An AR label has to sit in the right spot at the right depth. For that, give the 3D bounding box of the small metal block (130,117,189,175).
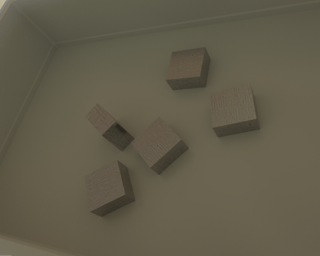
[{"bbox_3d":[-0.001,0.022,0.393,0.050,0.025,0.050,-42,51,-1],"label":"small metal block"}]

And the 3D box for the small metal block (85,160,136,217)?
[{"bbox_3d":[-0.064,0.077,0.393,0.050,0.025,0.050,-28,52,10],"label":"small metal block"}]

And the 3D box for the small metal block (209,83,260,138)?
[{"bbox_3d":[0.089,-0.021,0.372,0.050,0.025,0.050,-12,56,21],"label":"small metal block"}]

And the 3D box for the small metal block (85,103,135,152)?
[{"bbox_3d":[-0.069,-0.001,0.426,0.025,0.050,0.050,-46,51,-3],"label":"small metal block"}]

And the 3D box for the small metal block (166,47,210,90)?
[{"bbox_3d":[0.040,-0.083,0.436,0.050,0.025,0.050,-2,61,27],"label":"small metal block"}]
